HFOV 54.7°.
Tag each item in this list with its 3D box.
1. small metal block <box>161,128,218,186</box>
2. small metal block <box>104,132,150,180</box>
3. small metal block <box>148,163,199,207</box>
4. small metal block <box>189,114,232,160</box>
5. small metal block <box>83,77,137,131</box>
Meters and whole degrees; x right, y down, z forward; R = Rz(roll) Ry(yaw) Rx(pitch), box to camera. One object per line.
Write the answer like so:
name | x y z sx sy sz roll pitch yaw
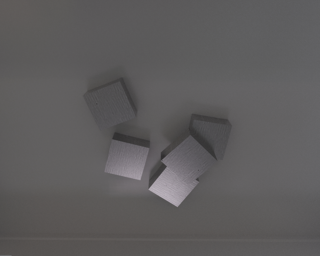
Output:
small metal block | 0.037 0.037 0.398 0.050 0.025 0.050 -43 105 14
small metal block | -0.045 0.039 0.425 0.050 0.025 0.050 14 110 -5
small metal block | 0.019 0.075 0.439 0.050 0.025 0.050 34 107 -12
small metal block | 0.064 0.012 0.416 0.050 0.025 0.050 9 110 -4
small metal block | -0.063 -0.031 0.399 0.050 0.025 0.050 -20 109 7
